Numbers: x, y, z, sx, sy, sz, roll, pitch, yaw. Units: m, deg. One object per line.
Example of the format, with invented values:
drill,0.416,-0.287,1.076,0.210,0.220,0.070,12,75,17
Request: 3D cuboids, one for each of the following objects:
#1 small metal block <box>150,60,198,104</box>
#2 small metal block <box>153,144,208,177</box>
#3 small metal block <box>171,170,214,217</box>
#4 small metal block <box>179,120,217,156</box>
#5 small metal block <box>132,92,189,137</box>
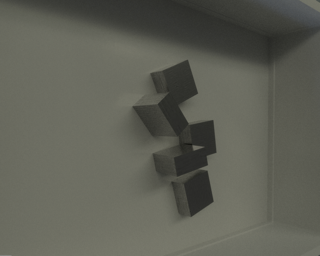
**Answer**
small metal block,0.021,-0.061,0.426,0.050,0.025,0.050,-31,109,-36
small metal block,0.026,0.041,0.411,0.050,0.050,0.025,-15,100,-31
small metal block,0.048,0.093,0.450,0.050,0.025,0.050,-21,103,-38
small metal block,0.055,0.016,0.455,0.050,0.025,0.050,-11,98,-40
small metal block,0.001,-0.016,0.393,0.025,0.050,0.050,-48,119,-30
